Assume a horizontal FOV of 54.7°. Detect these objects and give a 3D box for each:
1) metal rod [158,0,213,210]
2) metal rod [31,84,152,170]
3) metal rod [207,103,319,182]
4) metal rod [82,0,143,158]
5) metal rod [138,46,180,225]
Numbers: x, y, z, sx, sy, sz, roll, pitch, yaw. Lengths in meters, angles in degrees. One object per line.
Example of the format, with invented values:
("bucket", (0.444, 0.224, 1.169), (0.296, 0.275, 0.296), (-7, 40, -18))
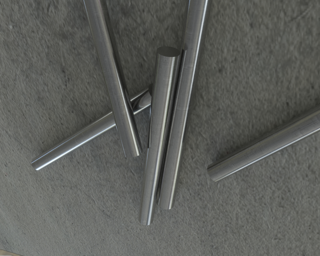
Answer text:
("metal rod", (0.025, -0.008, 0.387), (0.025, 0.025, 0.298), (19, 126, 17))
("metal rod", (-0.112, 0.010, 0.470), (0.299, 0.025, 0.025), (-27, 104, 37))
("metal rod", (0.164, -0.012, 0.312), (0.025, 0.025, 0.299), (48, 128, -6))
("metal rod", (-0.065, -0.105, 0.354), (0.025, 0.025, 0.298), (-2, 112, 29))
("metal rod", (-0.007, 0.035, 0.416), (0.025, 0.025, 0.298), (21, 131, 15))
